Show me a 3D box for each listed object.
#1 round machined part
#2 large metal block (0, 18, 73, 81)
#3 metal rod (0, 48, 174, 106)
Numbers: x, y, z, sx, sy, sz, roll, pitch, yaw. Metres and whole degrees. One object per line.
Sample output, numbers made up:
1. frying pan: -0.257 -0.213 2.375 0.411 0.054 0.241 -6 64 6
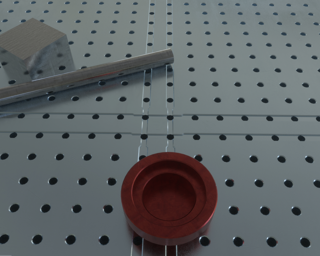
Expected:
1. round machined part: 0.010 0.077 0.332 0.099 0.042 0.098 0 50 0
2. large metal block: -0.202 -0.123 0.493 0.080 0.050 0.080 30 56 22
3. metal rod: -0.123 -0.076 0.470 0.302 0.025 0.025 -17 52 -14
